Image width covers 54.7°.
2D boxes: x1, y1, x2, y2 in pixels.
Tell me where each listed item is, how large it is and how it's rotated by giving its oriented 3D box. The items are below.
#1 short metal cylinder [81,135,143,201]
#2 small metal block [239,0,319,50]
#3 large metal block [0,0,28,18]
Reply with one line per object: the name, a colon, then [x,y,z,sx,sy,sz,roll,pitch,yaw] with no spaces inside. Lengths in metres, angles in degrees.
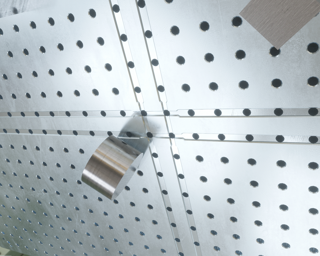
short metal cylinder: [-0.067,0.057,0.446,0.050,0.080,0.079,31,129,8]
small metal block: [0.111,-0.110,0.285,0.050,0.025,0.050,43,129,-2]
large metal block: [-0.209,-0.197,0.383,0.080,0.050,0.080,38,129,2]
